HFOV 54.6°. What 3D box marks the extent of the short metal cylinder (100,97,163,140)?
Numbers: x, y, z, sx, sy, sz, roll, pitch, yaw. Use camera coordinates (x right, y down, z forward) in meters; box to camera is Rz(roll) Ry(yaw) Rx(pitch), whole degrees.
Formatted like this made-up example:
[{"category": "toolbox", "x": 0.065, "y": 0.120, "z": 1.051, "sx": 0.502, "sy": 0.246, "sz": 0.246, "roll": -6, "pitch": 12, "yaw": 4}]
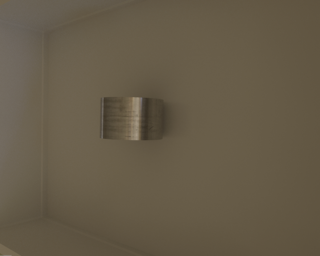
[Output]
[{"category": "short metal cylinder", "x": -0.036, "y": -0.012, "z": 0.398, "sx": 0.080, "sy": 0.081, "sz": 0.050, "roll": 3, "pitch": 92, "yaw": 40}]
